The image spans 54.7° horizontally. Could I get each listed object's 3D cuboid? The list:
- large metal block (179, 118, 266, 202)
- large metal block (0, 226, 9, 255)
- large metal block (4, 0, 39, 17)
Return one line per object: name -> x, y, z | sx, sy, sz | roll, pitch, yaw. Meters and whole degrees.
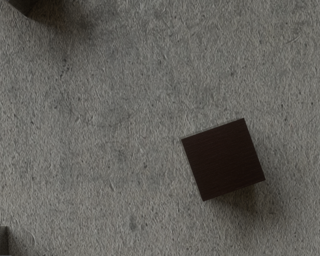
large metal block -> 0.077, 0.038, 0.398 | 0.080, 0.050, 0.080 | -19, 90, 0
large metal block -> -0.246, 0.176, 0.396 | 0.081, 0.050, 0.080 | -4, 90, 0
large metal block -> -0.190, -0.207, 0.396 | 0.080, 0.050, 0.080 | 37, 90, 0
